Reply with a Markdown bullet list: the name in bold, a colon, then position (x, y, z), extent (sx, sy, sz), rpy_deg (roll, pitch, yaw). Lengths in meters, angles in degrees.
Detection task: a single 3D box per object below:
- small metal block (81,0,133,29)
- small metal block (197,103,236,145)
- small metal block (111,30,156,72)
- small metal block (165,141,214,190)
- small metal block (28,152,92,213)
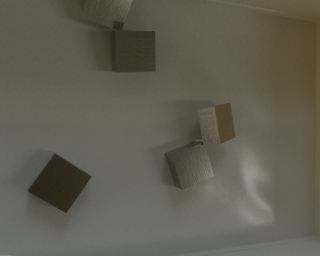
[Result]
- **small metal block**: position (-0.063, -0.152, 0.372), extent (0.050, 0.025, 0.050), rpy_deg (14, 129, -20)
- **small metal block**: position (0.079, -0.006, 0.427), extent (0.050, 0.025, 0.050), rpy_deg (-15, 96, -53)
- **small metal block**: position (-0.034, -0.097, 0.393), extent (0.050, 0.025, 0.050), rpy_deg (-5, 103, -20)
- **small metal block**: position (0.041, 0.050, 0.425), extent (0.050, 0.025, 0.050), rpy_deg (-19, 97, -19)
- **small metal block**: position (-0.118, 0.064, 0.367), extent (0.050, 0.025, 0.050), rpy_deg (37, 78, -16)
